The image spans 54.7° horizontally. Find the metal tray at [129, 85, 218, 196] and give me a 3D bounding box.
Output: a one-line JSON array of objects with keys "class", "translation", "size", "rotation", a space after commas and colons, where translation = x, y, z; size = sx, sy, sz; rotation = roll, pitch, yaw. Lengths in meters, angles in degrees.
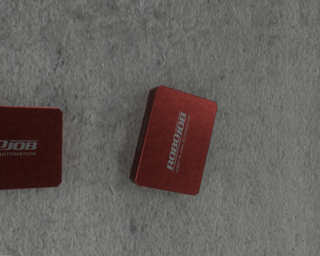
[{"class": "metal tray", "translation": [0.019, 0.018, 0.415], "size": [0.091, 0.030, 0.129], "rotation": [15, 85, -20]}]

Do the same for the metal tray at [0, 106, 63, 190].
[{"class": "metal tray", "translation": [-0.177, 0.021, 0.341], "size": [0.131, 0.030, 0.089], "rotation": [1, 90, -21]}]
